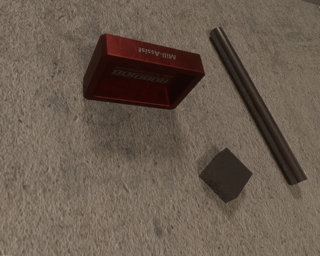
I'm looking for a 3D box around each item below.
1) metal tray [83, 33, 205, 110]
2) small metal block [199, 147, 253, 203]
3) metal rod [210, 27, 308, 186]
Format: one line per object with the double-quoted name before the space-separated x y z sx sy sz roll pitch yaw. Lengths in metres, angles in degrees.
"metal tray" -0.021 -0.065 0.391 0.131 0.090 0.030 5 60 -26
"small metal block" 0.089 0.063 0.415 0.050 0.025 0.050 46 51 3
"metal rod" 0.158 -0.047 0.520 0.025 0.025 0.299 -10 67 -33
